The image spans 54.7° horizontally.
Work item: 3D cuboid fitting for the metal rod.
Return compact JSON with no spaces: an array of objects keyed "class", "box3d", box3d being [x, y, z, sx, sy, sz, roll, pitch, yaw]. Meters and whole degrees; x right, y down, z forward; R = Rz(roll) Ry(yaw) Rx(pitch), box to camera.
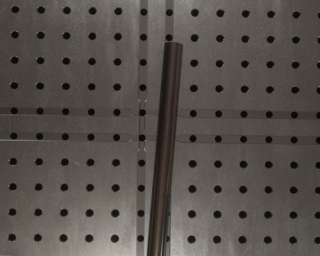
[{"class":"metal rod","box3d":[0.006,0.037,0.413,0.025,0.025,0.298,5,90,-1]}]
